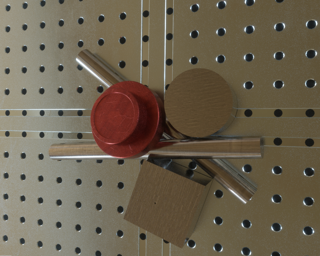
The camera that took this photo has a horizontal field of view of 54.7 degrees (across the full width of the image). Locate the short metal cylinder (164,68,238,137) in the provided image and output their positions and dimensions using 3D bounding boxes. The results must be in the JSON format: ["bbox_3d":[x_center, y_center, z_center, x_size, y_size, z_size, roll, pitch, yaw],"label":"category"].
[{"bbox_3d":[0.051,-0.029,0.380,0.080,0.050,0.079,0,90,19],"label":"short metal cylinder"}]

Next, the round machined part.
[{"bbox_3d":[-0.046,-0.012,0.383,0.098,0.042,0.097,-4,79,25],"label":"round machined part"}]

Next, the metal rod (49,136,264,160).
[{"bbox_3d":[-0.024,0.028,0.400,0.300,0.025,0.025,-3,89,26],"label":"metal rod"}]

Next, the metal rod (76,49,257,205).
[{"bbox_3d":[-0.001,-0.011,0.412,0.300,0.025,0.025,40,103,15],"label":"metal rod"}]

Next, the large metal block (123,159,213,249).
[{"bbox_3d":[0.011,0.089,0.392,0.080,0.050,0.080,21,97,18],"label":"large metal block"}]
